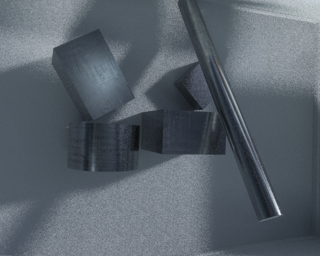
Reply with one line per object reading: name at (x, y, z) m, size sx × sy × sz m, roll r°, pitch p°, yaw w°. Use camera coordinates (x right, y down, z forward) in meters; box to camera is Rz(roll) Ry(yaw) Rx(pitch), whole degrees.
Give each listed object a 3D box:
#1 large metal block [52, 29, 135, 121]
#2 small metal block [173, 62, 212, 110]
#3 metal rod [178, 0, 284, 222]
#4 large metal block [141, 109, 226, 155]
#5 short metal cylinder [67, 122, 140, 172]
large metal block at (-0.079, -0.055, 0.353) m, size 0.050 × 0.080 × 0.080 m, roll -30°, pitch 100°, yaw -18°
small metal block at (0.056, -0.060, 0.432) m, size 0.050 × 0.025 × 0.050 m, roll -44°, pitch 104°, yaw -15°
metal rod at (0.073, -0.043, 0.365) m, size 0.025 × 0.025 × 0.299 m, roll -6°, pitch 64°, yaw -20°
large metal block at (0.027, 0.005, 0.393) m, size 0.081 × 0.080 × 0.050 m, roll 2°, pitch 90°, yaw -20°
short metal cylinder at (-0.064, 0.020, 0.358) m, size 0.081 × 0.080 × 0.050 m, roll 3°, pitch 89°, yaw -20°
